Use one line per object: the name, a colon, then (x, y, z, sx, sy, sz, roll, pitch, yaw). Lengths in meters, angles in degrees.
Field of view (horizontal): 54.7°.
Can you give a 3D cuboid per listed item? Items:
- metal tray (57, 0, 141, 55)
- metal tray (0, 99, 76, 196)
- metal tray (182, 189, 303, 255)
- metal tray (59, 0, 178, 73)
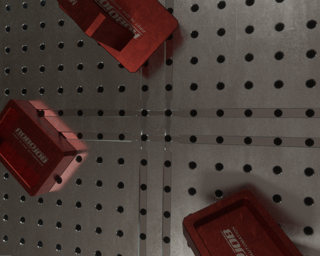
metal tray: (-0.090, -0.156, 0.400, 0.030, 0.090, 0.130, -46, 69, 17)
metal tray: (-0.203, 0.029, 0.479, 0.130, 0.030, 0.090, 42, 103, 14)
metal tray: (0.092, 0.136, 0.323, 0.091, 0.030, 0.130, -21, 47, -14)
metal tray: (-0.051, -0.147, 0.402, 0.130, 0.030, 0.090, 42, 104, -9)
